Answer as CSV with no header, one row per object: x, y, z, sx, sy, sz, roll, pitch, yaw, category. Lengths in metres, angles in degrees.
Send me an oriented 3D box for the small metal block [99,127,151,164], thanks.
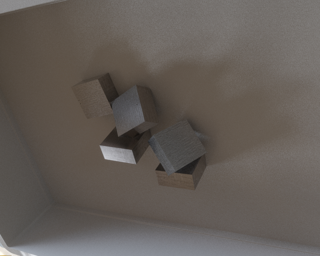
-0.046,0.021,0.428,0.050,0.050,0.025,6,129,25,small metal block

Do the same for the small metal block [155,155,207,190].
0.029,0.053,0.410,0.050,0.050,0.025,3,122,26,small metal block

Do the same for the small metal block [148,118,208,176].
0.021,0.023,0.384,0.050,0.050,0.025,59,153,9,small metal block

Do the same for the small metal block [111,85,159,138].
-0.033,-0.020,0.397,0.050,0.025,0.050,-29,66,36,small metal block

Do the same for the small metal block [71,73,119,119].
-0.086,-0.044,0.427,0.050,0.025,0.050,-10,114,32,small metal block
